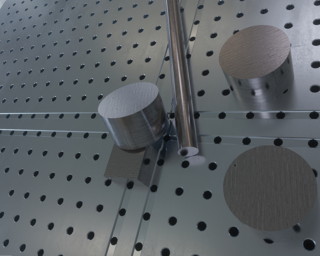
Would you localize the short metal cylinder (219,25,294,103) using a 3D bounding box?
[{"bbox_3d":[0.118,-0.078,0.378,0.080,0.050,0.080,-13,56,21],"label":"short metal cylinder"}]

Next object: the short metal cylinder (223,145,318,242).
[{"bbox_3d":[0.107,0.063,0.297,0.080,0.050,0.080,-13,56,21],"label":"short metal cylinder"}]

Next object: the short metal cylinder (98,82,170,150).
[{"bbox_3d":[-0.033,-0.017,0.403,0.080,0.050,0.080,-14,34,10],"label":"short metal cylinder"}]

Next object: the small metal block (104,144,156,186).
[{"bbox_3d":[-0.038,0.045,0.401,0.050,0.025,0.050,0,62,28],"label":"small metal block"}]

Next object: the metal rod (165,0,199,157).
[{"bbox_3d":[0.027,-0.097,0.453,0.025,0.025,0.299,-16,55,19],"label":"metal rod"}]
